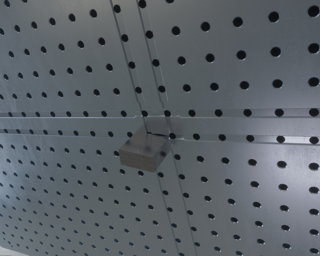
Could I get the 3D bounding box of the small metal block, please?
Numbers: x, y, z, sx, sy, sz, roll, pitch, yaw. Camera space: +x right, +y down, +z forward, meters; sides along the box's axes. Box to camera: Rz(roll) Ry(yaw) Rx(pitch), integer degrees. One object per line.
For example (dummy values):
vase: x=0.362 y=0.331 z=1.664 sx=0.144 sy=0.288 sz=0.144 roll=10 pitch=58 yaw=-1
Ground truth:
small metal block: x=-0.021 y=0.031 z=0.426 sx=0.050 sy=0.050 sz=0.025 roll=10 pitch=123 yaw=23
